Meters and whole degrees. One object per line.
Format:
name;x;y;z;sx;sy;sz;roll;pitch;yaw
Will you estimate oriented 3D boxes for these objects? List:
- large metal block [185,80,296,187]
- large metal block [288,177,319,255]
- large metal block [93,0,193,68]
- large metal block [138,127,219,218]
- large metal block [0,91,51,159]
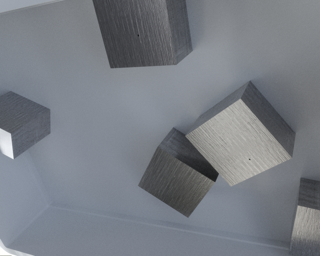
large metal block;0.091;0.008;0.349;0.080;0.050;0.080;48;129;-6
large metal block;0.198;0.112;0.357;0.080;0.050;0.079;9;122;23
large metal block;-0.016;-0.112;0.331;0.080;0.050;0.079;3;120;26
large metal block;0.028;0.060;0.414;0.080;0.050;0.079;31;128;7
large metal block;-0.233;-0.007;0.489;0.080;0.080;0.050;24;127;13
